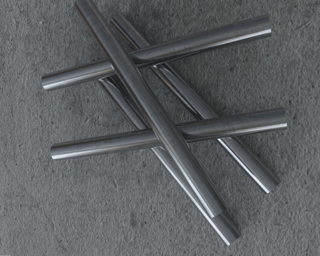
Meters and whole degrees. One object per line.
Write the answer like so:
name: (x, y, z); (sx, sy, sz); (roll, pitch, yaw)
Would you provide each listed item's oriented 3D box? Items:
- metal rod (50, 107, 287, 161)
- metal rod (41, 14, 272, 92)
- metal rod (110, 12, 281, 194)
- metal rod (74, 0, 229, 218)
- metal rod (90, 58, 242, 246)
metal rod: (-0.004, 0.011, 0.385); (0.301, 0.025, 0.025); (-9, 87, 19)
metal rod: (-0.019, -0.089, 0.390); (0.301, 0.025, 0.025); (-10, 87, 19)
metal rod: (0.036, -0.040, 0.396); (0.025, 0.025, 0.300); (-44, 77, 14)
metal rod: (-0.016, -0.033, 0.362); (0.025, 0.025, 0.299); (-36, 79, 16)
metal rod: (-0.002, 0.022, 0.409); (0.025, 0.025, 0.300); (-42, 77, 15)
